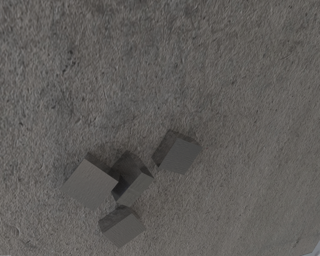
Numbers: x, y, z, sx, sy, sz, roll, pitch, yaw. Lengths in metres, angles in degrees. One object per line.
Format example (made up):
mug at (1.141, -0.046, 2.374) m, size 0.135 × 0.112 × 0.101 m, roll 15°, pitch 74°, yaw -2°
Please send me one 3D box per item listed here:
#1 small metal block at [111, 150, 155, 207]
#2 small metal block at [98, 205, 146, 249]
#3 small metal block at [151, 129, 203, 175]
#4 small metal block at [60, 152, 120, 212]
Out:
small metal block at (-0.042, 0.066, 0.408) m, size 0.050 × 0.050 × 0.025 m, roll -49°, pitch 131°, yaw 6°
small metal block at (-0.056, 0.147, 0.467) m, size 0.050 × 0.025 × 0.050 m, roll -34°, pitch 129°, yaw -6°
small metal block at (0.024, 0.035, 0.442) m, size 0.050 × 0.025 × 0.050 m, roll 22°, pitch 107°, yaw -36°
small metal block at (-0.086, 0.067, 0.388) m, size 0.050 × 0.025 × 0.050 m, roll 37°, pitch 98°, yaw -11°
